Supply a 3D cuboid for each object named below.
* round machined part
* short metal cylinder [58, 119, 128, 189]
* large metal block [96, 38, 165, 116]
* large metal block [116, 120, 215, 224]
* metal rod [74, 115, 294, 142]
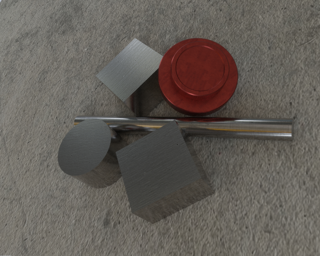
[{"bbox_3d":[0.047,-0.066,0.379,0.099,0.042,0.098,0,79,0],"label":"round machined part"},{"bbox_3d":[-0.086,0.034,0.412,0.080,0.050,0.080,-13,56,20],"label":"short metal cylinder"},{"bbox_3d":[-0.031,-0.071,0.445,0.080,0.050,0.080,-45,51,-3],"label":"large metal block"},{"bbox_3d":[0.005,0.051,0.355,0.080,0.050,0.080,-29,52,9],"label":"large metal block"},{"bbox_3d":[0.010,-0.003,0.402,0.300,0.025,0.025,2,63,28],"label":"metal rod"}]
